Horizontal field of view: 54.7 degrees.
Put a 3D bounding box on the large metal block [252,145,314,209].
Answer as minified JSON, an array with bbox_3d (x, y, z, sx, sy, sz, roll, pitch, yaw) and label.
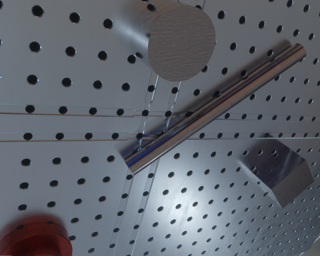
[{"bbox_3d":[0.233,0.093,0.584,0.080,0.050,0.080,-41,130,-1],"label":"large metal block"}]

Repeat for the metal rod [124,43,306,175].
[{"bbox_3d":[0.082,-0.030,0.439,0.301,0.025,0.025,-34,129,-6],"label":"metal rod"}]

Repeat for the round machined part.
[{"bbox_3d":[-0.169,0.180,0.420,0.099,0.042,0.097,-14,125,-21],"label":"round machined part"}]

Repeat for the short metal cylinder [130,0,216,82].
[{"bbox_3d":[0.014,-0.098,0.343,0.081,0.050,0.079,-14,125,-21],"label":"short metal cylinder"}]
